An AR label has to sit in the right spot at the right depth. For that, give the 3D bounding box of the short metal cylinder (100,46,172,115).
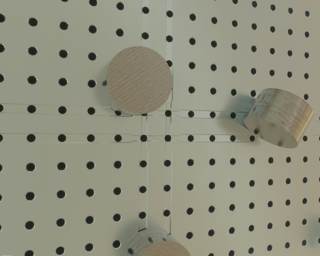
[{"bbox_3d":[-0.031,-0.057,0.388,0.081,0.050,0.079,0,90,-20],"label":"short metal cylinder"}]

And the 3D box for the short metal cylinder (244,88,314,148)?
[{"bbox_3d":[0.170,-0.013,0.446,0.080,0.080,0.050,36,79,-17],"label":"short metal cylinder"}]

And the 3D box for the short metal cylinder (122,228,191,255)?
[{"bbox_3d":[-0.004,0.176,0.398,0.081,0.050,0.079,0,90,-20],"label":"short metal cylinder"}]
